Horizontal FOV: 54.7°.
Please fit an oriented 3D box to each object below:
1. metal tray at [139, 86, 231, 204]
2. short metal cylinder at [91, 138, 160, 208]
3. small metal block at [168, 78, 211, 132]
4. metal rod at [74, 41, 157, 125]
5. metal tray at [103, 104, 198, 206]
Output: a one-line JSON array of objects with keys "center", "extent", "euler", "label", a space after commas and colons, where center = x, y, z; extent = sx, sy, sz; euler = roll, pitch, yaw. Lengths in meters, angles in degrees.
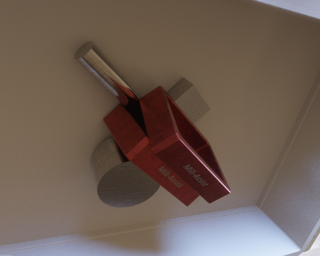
[{"center": [0.031, 0.022, 0.364], "extent": [0.030, 0.090, 0.130], "euler": [-32, 131, 14], "label": "metal tray"}, {"center": [-0.043, 0.055, 0.395], "extent": [0.081, 0.050, 0.079], "euler": [-11, 129, -14], "label": "short metal cylinder"}, {"center": [0.031, -0.029, 0.407], "extent": [0.050, 0.025, 0.050], "euler": [-42, 130, 0], "label": "small metal block"}, {"center": [0.003, 0.002, 0.413], "extent": [0.025, 0.025, 0.300], "euler": [-43, 130, 1], "label": "metal rod"}, {"center": [-0.006, 0.035, 0.384], "extent": [0.030, 0.090, 0.130], "euler": [-43, 130, 1], "label": "metal tray"}]
